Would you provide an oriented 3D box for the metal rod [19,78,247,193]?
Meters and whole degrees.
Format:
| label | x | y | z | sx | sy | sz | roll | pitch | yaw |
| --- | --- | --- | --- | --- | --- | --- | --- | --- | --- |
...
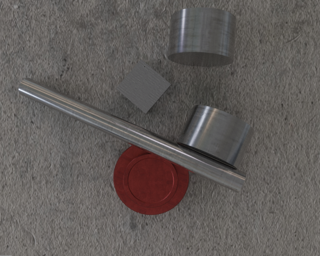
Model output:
| label | x | y | z | sx | sy | sz | roll | pitch | yaw |
| --- | --- | --- | --- | --- | --- | --- | --- | --- | --- |
| metal rod | -0.042 | 0.004 | 0.382 | 0.301 | 0.025 | 0.025 | 23 | 90 | 10 |

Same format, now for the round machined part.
| label | x | y | z | sx | sy | sz | roll | pitch | yaw |
| --- | --- | --- | --- | --- | --- | --- | --- | --- | --- |
| round machined part | -0.011 | 0.065 | 0.401 | 0.099 | 0.042 | 0.097 | 0 | 90 | 0 |

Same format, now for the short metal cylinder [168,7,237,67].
| label | x | y | z | sx | sy | sz | roll | pitch | yaw |
| --- | --- | --- | --- | --- | --- | --- | --- | --- | --- |
| short metal cylinder | 0.052 | -0.109 | 0.383 | 0.081 | 0.080 | 0.050 | 5 | 90 | 0 |

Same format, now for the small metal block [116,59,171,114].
| label | x | y | z | sx | sy | sz | roll | pitch | yaw |
| --- | --- | --- | --- | --- | --- | --- | --- | --- | --- |
| small metal block | -0.021 | -0.053 | 0.410 | 0.050 | 0.025 | 0.050 | 40 | 90 | 0 |

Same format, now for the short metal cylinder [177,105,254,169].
| label | x | y | z | sx | sy | sz | roll | pitch | yaw |
| --- | --- | --- | --- | --- | --- | --- | --- | --- | --- |
| short metal cylinder | 0.067 | 0.012 | 0.380 | 0.080 | 0.080 | 0.050 | 25 | 83 | 0 |
